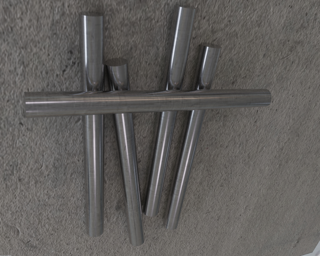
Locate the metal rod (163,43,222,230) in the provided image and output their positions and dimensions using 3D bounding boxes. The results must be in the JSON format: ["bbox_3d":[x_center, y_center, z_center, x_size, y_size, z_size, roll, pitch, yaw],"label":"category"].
[{"bbox_3d":[0.040,0.030,0.446,0.025,0.025,0.298,-5,121,-26],"label":"metal rod"}]

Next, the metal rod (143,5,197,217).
[{"bbox_3d":[0.007,-0.003,0.408,0.025,0.025,0.298,-5,121,-26],"label":"metal rod"}]

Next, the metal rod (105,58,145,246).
[{"bbox_3d":[-0.042,0.054,0.416,0.025,0.025,0.298,-16,125,-20],"label":"metal rod"}]

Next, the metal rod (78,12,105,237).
[{"bbox_3d":[-0.080,0.018,0.374,0.025,0.025,0.298,-9,122,-24],"label":"metal rod"}]

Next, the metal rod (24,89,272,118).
[{"bbox_3d":[0.009,-0.031,0.357,0.303,0.025,0.025,-4,120,-27],"label":"metal rod"}]
